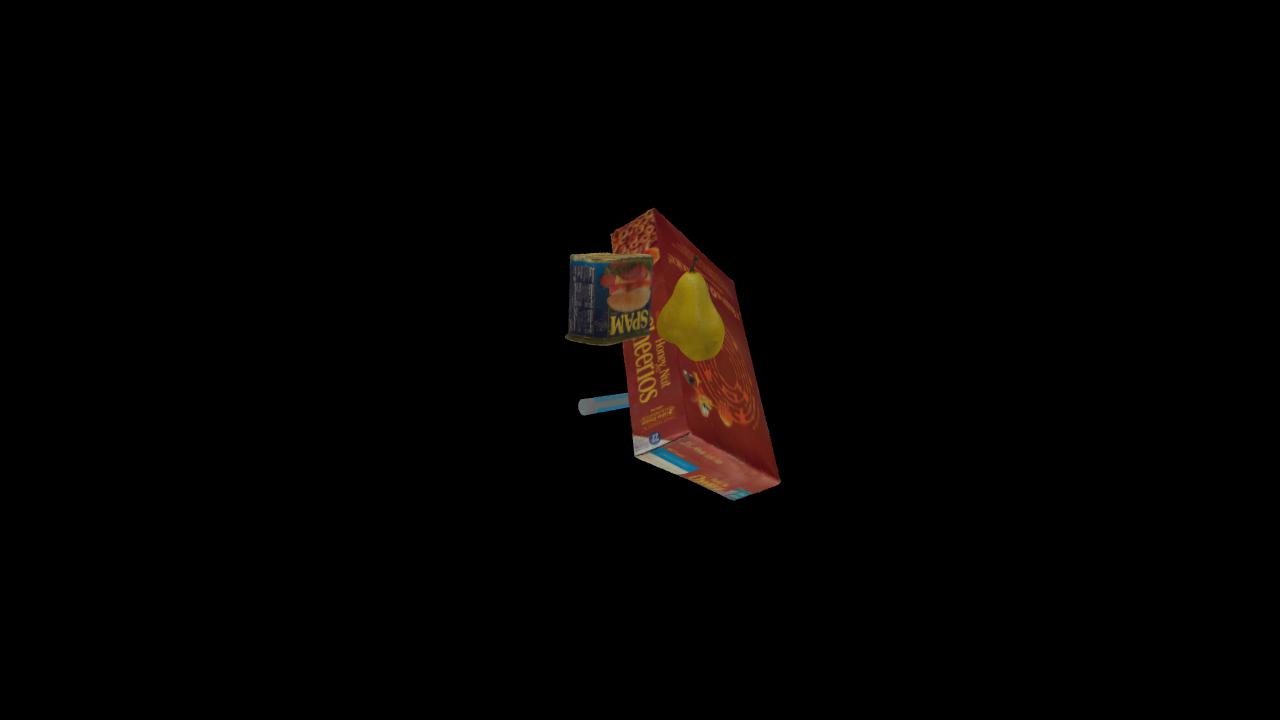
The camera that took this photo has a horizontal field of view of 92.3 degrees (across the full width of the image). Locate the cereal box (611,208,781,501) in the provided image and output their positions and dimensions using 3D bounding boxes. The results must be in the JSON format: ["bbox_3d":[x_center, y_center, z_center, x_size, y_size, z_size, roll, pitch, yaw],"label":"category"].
[{"bbox_3d":[0.063,-0.005,0.735,0.081,0.306,0.203,-25,-36,28],"label":"cereal box"}]

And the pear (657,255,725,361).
[{"bbox_3d":[0.051,-0.055,0.651,0.080,0.111,0.080,-4,12,1],"label":"pear"}]

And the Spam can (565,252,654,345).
[{"bbox_3d":[-0.029,-0.066,0.630,0.058,0.085,0.101,10,15,31],"label":"Spam can"}]

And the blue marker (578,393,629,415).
[{"bbox_3d":[-0.018,0.048,0.734,0.121,0.020,0.020,-6,4,-39],"label":"blue marker"}]
